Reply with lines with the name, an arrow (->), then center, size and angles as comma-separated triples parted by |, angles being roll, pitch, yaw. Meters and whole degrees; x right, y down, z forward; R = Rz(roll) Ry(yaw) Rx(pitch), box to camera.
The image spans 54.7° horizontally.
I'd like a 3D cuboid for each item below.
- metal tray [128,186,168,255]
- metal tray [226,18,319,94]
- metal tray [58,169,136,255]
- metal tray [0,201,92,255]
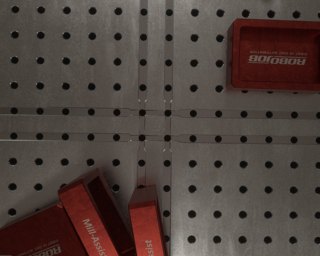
metal tray -> -0.009, 0.145, 0.380 | 0.030, 0.090, 0.129 | -10, 90, 0
metal tray -> 0.158, -0.094, 0.412 | 0.131, 0.030, 0.089 | 2, 90, -1
metal tray -> -0.070, 0.119, 0.380 | 0.030, 0.090, 0.129 | -27, 90, 0
metal tray -> -0.147, 0.152, 0.390 | 0.130, 0.030, 0.090 | -26, 91, 17
